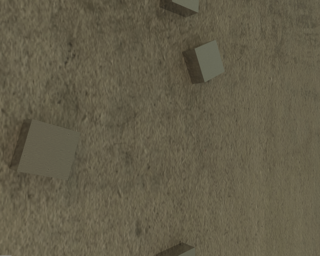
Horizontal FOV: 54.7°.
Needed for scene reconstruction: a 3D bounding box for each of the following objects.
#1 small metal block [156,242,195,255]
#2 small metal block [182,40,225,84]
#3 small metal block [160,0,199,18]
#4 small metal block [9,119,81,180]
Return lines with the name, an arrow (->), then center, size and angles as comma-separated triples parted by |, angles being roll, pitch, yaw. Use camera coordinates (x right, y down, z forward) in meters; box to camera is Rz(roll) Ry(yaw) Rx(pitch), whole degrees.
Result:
small metal block -> 0.023, 0.194, 0.427 | 0.050, 0.025, 0.050 | -7, 95, -40
small metal block -> 0.066, -0.099, 0.462 | 0.050, 0.025, 0.050 | -31, 110, -36
small metal block -> 0.028, -0.188, 0.430 | 0.050, 0.025, 0.050 | 4, 88, -40
small metal block -> -0.114, 0.022, 0.310 | 0.050, 0.025, 0.050 | 20, 77, -39
